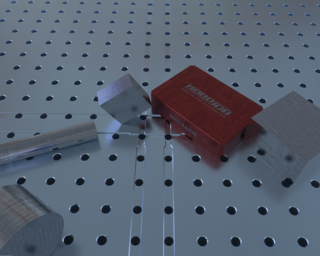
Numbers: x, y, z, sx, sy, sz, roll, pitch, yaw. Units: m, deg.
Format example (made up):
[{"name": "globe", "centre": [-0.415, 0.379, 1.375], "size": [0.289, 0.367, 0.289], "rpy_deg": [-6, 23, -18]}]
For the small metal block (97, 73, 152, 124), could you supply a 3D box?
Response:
[{"name": "small metal block", "centre": [-0.046, -0.038, 0.411], "size": [0.050, 0.050, 0.025], "rpy_deg": [-29, 51, 14]}]

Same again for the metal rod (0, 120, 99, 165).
[{"name": "metal rod", "centre": [-0.225, 0.041, 0.369], "size": [0.302, 0.025, 0.025], "rpy_deg": [-16, 52, -13]}]

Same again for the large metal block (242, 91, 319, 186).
[{"name": "large metal block", "centre": [0.165, 0.010, 0.385], "size": [0.081, 0.050, 0.080], "rpy_deg": [-30, 56, -23]}]

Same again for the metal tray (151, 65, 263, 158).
[{"name": "metal tray", "centre": [0.062, -0.028, 0.429], "size": [0.091, 0.030, 0.130], "rpy_deg": [-37, 59, -27]}]

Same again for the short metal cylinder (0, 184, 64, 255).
[{"name": "short metal cylinder", "centre": [-0.138, 0.100, 0.286], "size": [0.050, 0.080, 0.080], "rpy_deg": [29, 56, 21]}]
